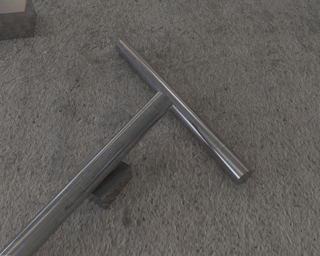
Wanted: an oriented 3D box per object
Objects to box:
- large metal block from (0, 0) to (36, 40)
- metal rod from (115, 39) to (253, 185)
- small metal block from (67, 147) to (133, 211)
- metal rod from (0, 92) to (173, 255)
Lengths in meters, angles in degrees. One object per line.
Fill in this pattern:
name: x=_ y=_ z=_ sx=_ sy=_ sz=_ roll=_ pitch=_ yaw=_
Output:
large metal block: x=-0.273 y=-0.203 z=0.555 sx=0.081 sy=0.050 sz=0.080 roll=-8 pitch=51 yaw=-7
metal rod: x=0.017 y=-0.040 z=0.437 sx=0.025 sy=0.025 sz=0.300 roll=-26 pitch=55 yaw=-20
small metal block: x=-0.067 y=0.057 z=0.355 sx=0.050 sy=0.025 sz=0.050 roll=26 pitch=55 yaw=20
metal rod: x=-0.089 y=0.069 z=0.315 sx=0.025 sy=0.025 sz=0.301 roll=32 pitch=66 yaw=24
